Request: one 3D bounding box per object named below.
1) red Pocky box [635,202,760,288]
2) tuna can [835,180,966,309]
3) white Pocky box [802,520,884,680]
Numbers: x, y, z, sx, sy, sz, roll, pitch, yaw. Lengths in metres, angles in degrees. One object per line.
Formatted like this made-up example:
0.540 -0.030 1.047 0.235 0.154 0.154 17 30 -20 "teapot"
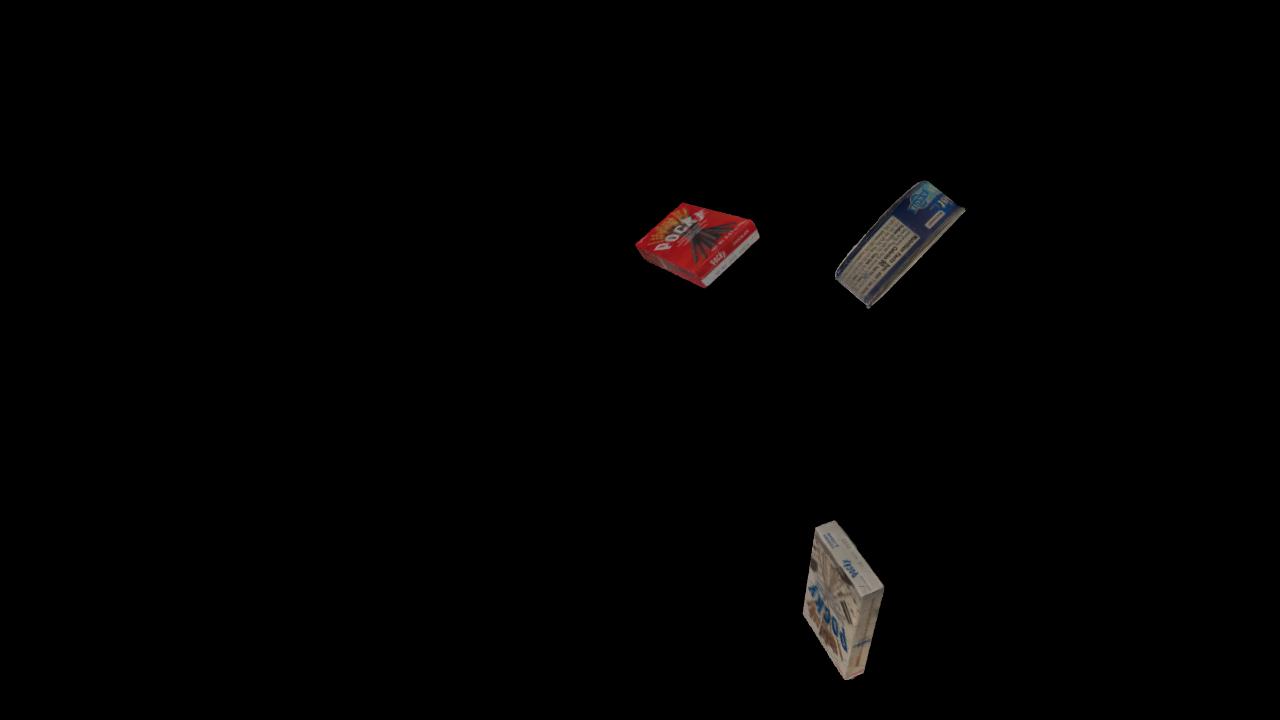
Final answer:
0.058 -0.133 0.689 0.028 0.083 0.155 49 -5 -31 "red Pocky box"
0.169 -0.076 0.405 0.034 0.084 0.084 45 12 13 "tuna can"
0.201 0.242 0.617 0.028 0.154 0.084 -15 37 -12 "white Pocky box"
